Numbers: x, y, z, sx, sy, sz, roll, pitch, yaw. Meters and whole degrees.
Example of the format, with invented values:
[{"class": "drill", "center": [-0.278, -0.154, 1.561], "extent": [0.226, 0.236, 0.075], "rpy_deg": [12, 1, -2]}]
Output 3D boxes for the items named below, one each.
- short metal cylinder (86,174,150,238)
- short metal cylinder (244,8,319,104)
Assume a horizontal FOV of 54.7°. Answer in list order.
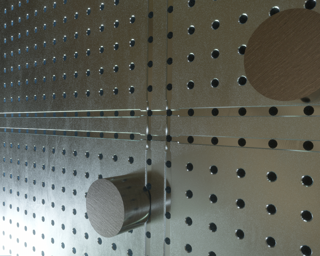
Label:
[{"class": "short metal cylinder", "center": [-0.061, 0.109, 0.443], "extent": [0.080, 0.050, 0.079], "rpy_deg": [0, 90, 40]}, {"class": "short metal cylinder", "center": [0.127, -0.063, 0.288], "extent": [0.080, 0.050, 0.079], "rpy_deg": [0, 90, 40]}]
